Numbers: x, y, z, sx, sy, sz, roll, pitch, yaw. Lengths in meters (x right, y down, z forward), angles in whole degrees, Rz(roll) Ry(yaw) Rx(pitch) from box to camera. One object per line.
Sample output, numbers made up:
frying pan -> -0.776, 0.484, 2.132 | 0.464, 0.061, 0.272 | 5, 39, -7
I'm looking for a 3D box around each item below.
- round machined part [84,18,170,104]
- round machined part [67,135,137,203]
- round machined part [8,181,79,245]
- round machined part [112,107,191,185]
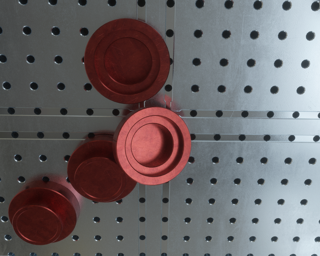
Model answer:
round machined part -> -0.037, -0.081, 0.374 | 0.099, 0.042, 0.097 | 0, 110, -1
round machined part -> -0.078, 0.062, 0.426 | 0.099, 0.042, 0.097 | 0, 110, -1
round machined part -> -0.171, 0.129, 0.450 | 0.099, 0.042, 0.097 | 0, 110, -1
round machined part -> -0.013, 0.021, 0.399 | 0.099, 0.042, 0.097 | -1, 93, -21
